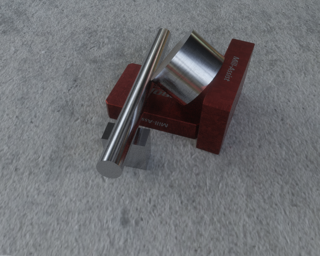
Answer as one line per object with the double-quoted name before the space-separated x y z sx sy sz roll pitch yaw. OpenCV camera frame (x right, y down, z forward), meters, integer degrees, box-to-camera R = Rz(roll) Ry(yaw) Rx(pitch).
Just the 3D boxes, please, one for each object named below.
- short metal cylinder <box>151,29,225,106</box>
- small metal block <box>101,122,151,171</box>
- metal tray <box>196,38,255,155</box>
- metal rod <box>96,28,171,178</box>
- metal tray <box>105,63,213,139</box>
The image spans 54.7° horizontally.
"short metal cylinder" 0.033 -0.075 0.384 0.050 0.080 0.080 38 53 -12
"small metal block" -0.038 0.023 0.369 0.050 0.050 0.025 10 51 8
"metal tray" 0.085 -0.042 0.399 0.030 0.089 0.130 18 52 14
"metal rod" -0.021 -0.057 0.402 0.025 0.025 0.300 8 41 6
"metal tray" 0.002 -0.041 0.435 0.131 0.030 0.090 14 51 11
